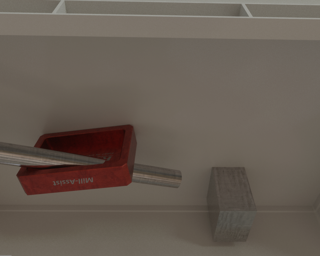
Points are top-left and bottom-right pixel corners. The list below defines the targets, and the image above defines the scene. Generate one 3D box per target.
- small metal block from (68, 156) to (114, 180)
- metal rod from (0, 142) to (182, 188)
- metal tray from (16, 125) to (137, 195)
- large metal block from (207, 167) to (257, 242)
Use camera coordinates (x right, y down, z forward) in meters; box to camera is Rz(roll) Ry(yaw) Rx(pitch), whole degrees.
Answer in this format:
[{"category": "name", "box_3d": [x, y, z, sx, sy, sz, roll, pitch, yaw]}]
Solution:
[{"category": "small metal block", "box_3d": [-0.097, 0.058, 0.441, 0.050, 0.025, 0.050, -7, 167, 5]}, {"category": "metal rod", "box_3d": [-0.114, 0.042, 0.377, 0.302, 0.025, 0.025, 12, 130, -20]}, {"category": "metal tray", "box_3d": [-0.099, 0.038, 0.394, 0.131, 0.090, 0.030, -6, 122, 5]}, {"category": "large metal block", "box_3d": [0.105, 0.116, 0.474, 0.050, 0.080, 0.079, 0, 130, -1]}]
